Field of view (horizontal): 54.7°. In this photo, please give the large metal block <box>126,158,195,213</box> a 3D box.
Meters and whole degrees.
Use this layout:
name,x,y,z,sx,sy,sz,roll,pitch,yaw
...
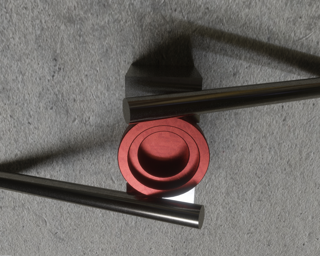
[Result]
name,x,y,z,sx,sy,sz,roll,pitch,yaw
large metal block,0.000,0.069,0.407,0.081,0.080,0.050,1,110,-1

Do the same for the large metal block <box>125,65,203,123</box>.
name,x,y,z,sx,sy,sz,roll,pitch,yaw
large metal block,0.003,-0.043,0.366,0.081,0.080,0.050,1,110,-1

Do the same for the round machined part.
name,x,y,z,sx,sy,sz,roll,pitch,yaw
round machined part,0.004,0.026,0.349,0.099,0.042,0.097,0,110,-1

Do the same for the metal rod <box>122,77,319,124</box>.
name,x,y,z,sx,sy,sz,roll,pitch,yaw
metal rod,0.108,-0.036,0.342,0.303,0.025,0.025,-8,112,-21

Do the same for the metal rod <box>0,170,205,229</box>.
name,x,y,z,sx,sy,sz,roll,pitch,yaw
metal rod,-0.095,0.082,0.381,0.301,0.025,0.025,5,112,22
